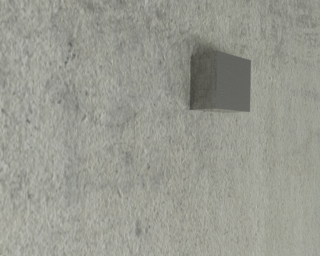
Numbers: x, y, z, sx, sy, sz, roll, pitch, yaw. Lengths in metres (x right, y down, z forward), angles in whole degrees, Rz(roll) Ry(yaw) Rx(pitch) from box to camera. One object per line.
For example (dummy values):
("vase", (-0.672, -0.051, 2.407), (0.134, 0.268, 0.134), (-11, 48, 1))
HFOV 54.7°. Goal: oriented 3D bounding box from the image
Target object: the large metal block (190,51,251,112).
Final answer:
("large metal block", (0.092, -0.065, 0.468), (0.081, 0.050, 0.079), (2, 89, -40))
